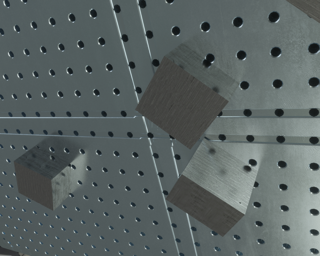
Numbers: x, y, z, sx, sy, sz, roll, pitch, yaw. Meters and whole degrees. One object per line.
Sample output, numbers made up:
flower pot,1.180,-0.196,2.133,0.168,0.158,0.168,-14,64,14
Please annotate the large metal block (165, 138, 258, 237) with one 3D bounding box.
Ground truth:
large metal block,0.066,0.071,0.385,0.080,0.080,0.050,32,129,7

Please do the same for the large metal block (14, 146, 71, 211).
large metal block,-0.211,0.091,0.564,0.080,0.050,0.079,22,127,15

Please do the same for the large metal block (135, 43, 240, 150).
large metal block,0.030,-0.036,0.357,0.080,0.050,0.080,36,129,4

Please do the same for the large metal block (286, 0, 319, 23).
large metal block,0.138,-0.132,0.241,0.080,0.050,0.080,36,129,4
